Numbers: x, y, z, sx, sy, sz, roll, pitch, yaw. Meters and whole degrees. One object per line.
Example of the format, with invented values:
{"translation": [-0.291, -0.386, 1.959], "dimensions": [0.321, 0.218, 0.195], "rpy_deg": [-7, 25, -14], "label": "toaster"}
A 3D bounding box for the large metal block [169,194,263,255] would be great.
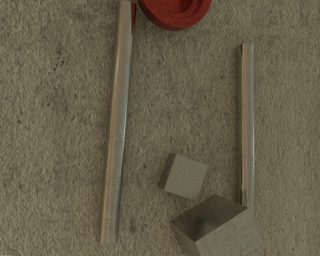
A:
{"translation": [0.070, 0.137, 0.407], "dimensions": [0.081, 0.080, 0.050], "rpy_deg": [-25, 99, -19], "label": "large metal block"}

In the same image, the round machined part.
{"translation": [0.015, -0.176, 0.406], "dimensions": [0.099, 0.042, 0.097], "rpy_deg": [0, 90, -21], "label": "round machined part"}

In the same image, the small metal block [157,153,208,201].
{"translation": [0.031, 0.066, 0.422], "dimensions": [0.050, 0.025, 0.050], "rpy_deg": [22, 83, -19], "label": "small metal block"}

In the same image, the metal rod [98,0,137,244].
{"translation": [-0.053, -0.008, 0.390], "dimensions": [0.025, 0.025, 0.298], "rpy_deg": [5, 88, -20], "label": "metal rod"}

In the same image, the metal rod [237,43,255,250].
{"translation": [0.127, 0.027, 0.457], "dimensions": [0.025, 0.025, 0.298], "rpy_deg": [0, 90, -20], "label": "metal rod"}
